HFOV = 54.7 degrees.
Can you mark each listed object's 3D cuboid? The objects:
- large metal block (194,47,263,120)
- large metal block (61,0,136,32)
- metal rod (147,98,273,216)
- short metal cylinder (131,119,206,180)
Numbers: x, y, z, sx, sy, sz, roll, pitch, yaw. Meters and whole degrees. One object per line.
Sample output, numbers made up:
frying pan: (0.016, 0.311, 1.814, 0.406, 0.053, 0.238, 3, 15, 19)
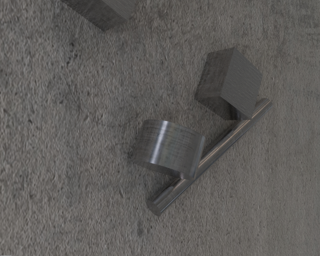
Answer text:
large metal block: (0.107, -0.065, 0.478, 0.080, 0.050, 0.080, 29, 72, -36)
large metal block: (-0.066, -0.166, 0.333, 0.080, 0.050, 0.080, 30, 71, -36)
metal rod: (0.093, 0.030, 0.482, 0.302, 0.025, 0.025, -36, 112, -34)
short metal cylinder: (0.010, 0.028, 0.378, 0.080, 0.080, 0.050, 28, 73, -37)
